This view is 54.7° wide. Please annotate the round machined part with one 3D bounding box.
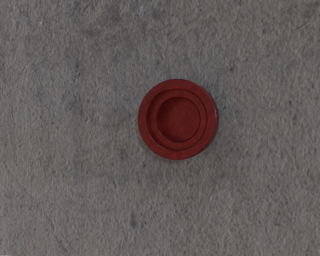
[{"bbox_3d":[0.026,-0.010,0.390,0.098,0.042,0.097,0,90,19],"label":"round machined part"}]
